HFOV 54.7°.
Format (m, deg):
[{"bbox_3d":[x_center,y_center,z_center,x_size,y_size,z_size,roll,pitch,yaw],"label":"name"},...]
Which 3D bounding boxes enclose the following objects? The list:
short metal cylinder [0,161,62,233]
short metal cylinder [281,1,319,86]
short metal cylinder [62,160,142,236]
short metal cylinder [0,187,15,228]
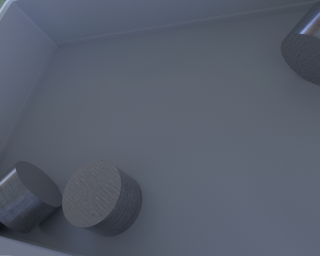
[{"bbox_3d":[-0.177,0.090,0.408,0.050,0.080,0.080,-43,51,-1],"label":"short metal cylinder"},{"bbox_3d":[0.179,-0.088,0.330,0.050,0.080,0.080,-49,51,-6],"label":"short metal cylinder"},{"bbox_3d":[-0.069,0.085,0.374,0.080,0.050,0.080,-13,56,21],"label":"short metal cylinder"},{"bbox_3d":[-0.258,0.108,0.438,0.080,0.080,0.050,-3,57,26],"label":"short metal cylinder"}]
